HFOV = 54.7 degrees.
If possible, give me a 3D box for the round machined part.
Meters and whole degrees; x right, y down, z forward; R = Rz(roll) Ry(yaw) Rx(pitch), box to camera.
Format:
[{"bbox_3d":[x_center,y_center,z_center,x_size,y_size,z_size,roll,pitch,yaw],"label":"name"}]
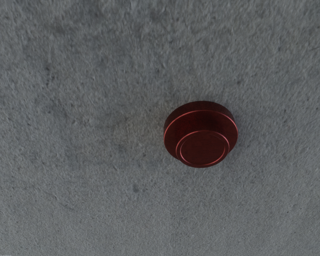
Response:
[{"bbox_3d":[0.054,0.016,0.410,0.099,0.042,0.097,-1,130,0],"label":"round machined part"}]
